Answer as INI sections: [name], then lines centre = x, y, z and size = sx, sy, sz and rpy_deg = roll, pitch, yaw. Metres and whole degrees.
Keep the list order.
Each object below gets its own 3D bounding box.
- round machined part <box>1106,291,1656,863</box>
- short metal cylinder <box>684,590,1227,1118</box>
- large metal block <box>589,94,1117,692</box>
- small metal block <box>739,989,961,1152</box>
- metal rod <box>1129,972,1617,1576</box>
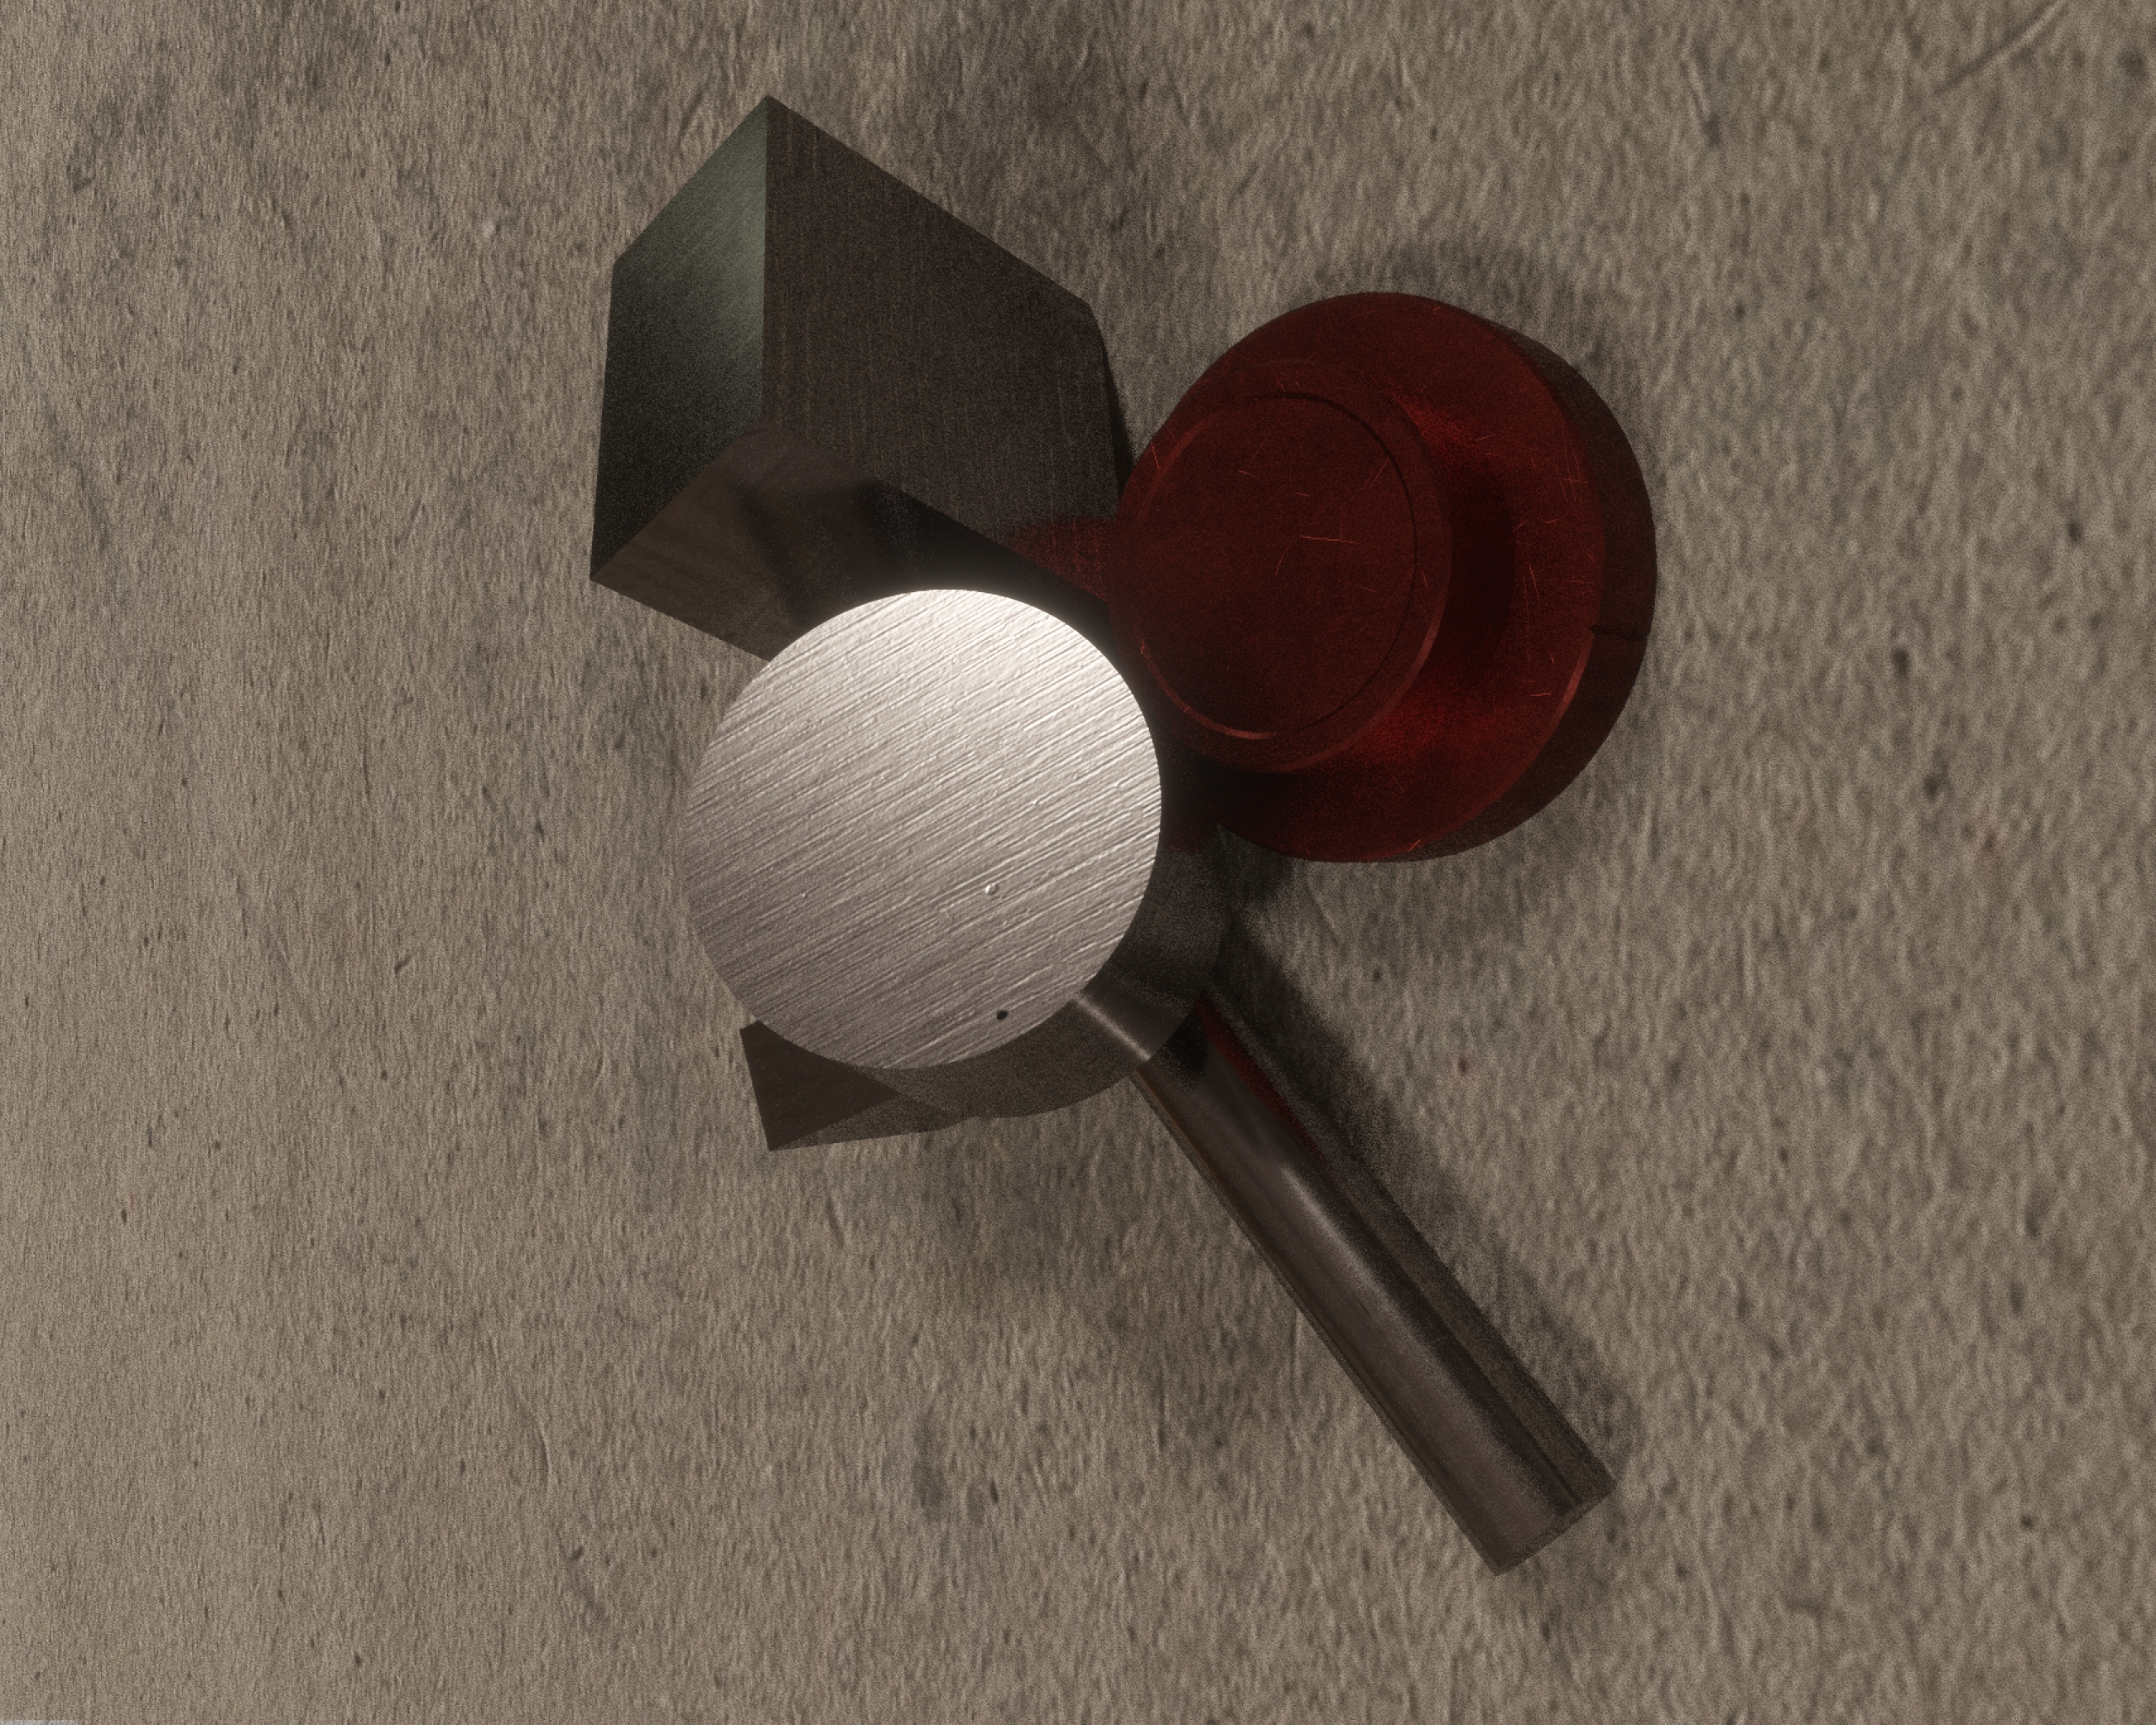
[round machined part]
centre = 0.044, -0.049, 0.357
size = 0.098, 0.042, 0.097
rpy_deg = 0, 90, 39
[short metal cylinder]
centre = -0.019, 0.000, 0.356
size = 0.080, 0.050, 0.080
rpy_deg = -4, 73, 15
[large metal block]
centre = -0.040, -0.080, 0.388
size = 0.050, 0.080, 0.080
rpy_deg = -33, 48, 36
[small metal block]
centre = -0.029, 0.036, 0.413
size = 0.050, 0.050, 0.025
rpy_deg = -26, 73, 36
[metal rod]
centre = -0.003, 0.003, 0.408
size = 0.025, 0.025, 0.300
rpy_deg = -52, 60, 27
